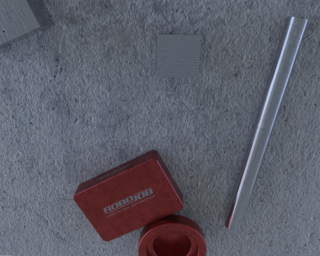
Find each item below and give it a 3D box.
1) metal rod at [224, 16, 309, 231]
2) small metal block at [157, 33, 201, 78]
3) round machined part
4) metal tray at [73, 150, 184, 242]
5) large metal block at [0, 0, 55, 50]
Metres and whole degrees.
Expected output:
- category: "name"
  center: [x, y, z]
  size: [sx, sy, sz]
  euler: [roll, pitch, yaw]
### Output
- category: "metal rod"
  center: [0.135, 0.009, 0.414]
  size: [0.025, 0.025, 0.298]
  euler: [10, 110, -4]
- category: "small metal block"
  center: [0.022, -0.089, 0.377]
  size: [0.050, 0.025, 0.050]
  euler: [0, 110, -1]
- category: "round machined part"
  center: [0.018, 0.170, 0.464]
  size: [0.099, 0.042, 0.097]
  euler: [0, 110, -1]
- category: "metal tray"
  center: [-0.043, 0.098, 0.443]
  size: [0.130, 0.030, 0.090]
  euler: [-26, 108, 9]
- category: "large metal block"
  center: [-0.180, -0.136, 0.344]
  size: [0.080, 0.050, 0.080]
  euler: [-21, 109, 7]
